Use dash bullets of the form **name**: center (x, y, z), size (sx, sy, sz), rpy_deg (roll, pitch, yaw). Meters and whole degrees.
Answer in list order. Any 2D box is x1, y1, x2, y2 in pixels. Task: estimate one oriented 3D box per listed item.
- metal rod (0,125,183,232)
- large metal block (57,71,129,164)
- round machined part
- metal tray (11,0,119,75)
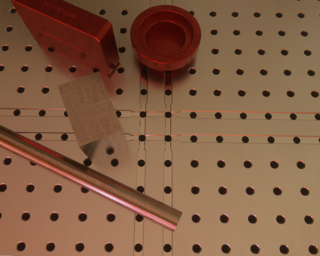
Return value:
- **metal rod**: center (-0.115, 0.052, 0.391), size (0.301, 0.025, 0.025), rpy_deg (24, 72, 8)
- **large metal block**: center (-0.079, -0.010, 0.385), size (0.050, 0.080, 0.080), rpy_deg (-22, 72, -8)
- **round machined part**: center (0.008, -0.125, 0.449), size (0.099, 0.042, 0.098), rpy_deg (0, 70, -1)
- **metal tray**: center (-0.124, -0.130, 0.423), size (0.130, 0.090, 0.030), rpy_deg (26, 72, 8)
